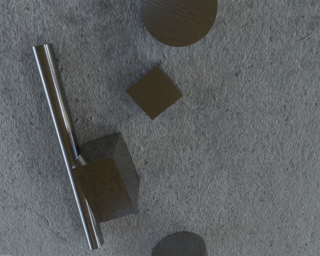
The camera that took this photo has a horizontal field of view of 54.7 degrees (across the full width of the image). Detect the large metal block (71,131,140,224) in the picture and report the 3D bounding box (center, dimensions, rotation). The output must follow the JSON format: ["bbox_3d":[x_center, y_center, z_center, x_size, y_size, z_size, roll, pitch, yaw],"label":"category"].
[{"bbox_3d":[-0.065,0.061,0.402,0.050,0.080,0.080,-17,109,6],"label":"large metal block"}]

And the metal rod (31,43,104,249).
[{"bbox_3d":[-0.120,0.039,0.422,0.025,0.025,0.298,-8,110,3],"label":"metal rod"}]

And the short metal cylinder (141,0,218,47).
[{"bbox_3d":[0.020,-0.134,0.347,0.081,0.050,0.079,0,110,0],"label":"short metal cylinder"}]

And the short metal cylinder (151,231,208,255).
[{"bbox_3d":[0.033,0.199,0.454,0.080,0.080,0.050,-14,110,5],"label":"short metal cylinder"}]

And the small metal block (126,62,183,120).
[{"bbox_3d":[-0.007,-0.047,0.392,0.050,0.025,0.050,-38,106,13],"label":"small metal block"}]
